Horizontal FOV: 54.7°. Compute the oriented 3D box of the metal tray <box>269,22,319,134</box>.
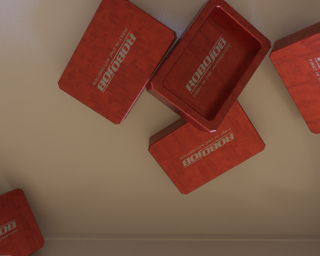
[{"bbox_3d":[0.200,-0.058,0.362,0.090,0.030,0.130,-18,118,42],"label":"metal tray"}]

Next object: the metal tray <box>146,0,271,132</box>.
[{"bbox_3d":[0.057,-0.072,0.356,0.090,0.030,0.130,36,82,-13],"label":"metal tray"}]

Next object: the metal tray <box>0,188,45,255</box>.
[{"bbox_3d":[-0.227,0.145,0.396,0.030,0.131,0.090,-20,93,39],"label":"metal tray"}]

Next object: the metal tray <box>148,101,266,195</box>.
[{"bbox_3d":[0.061,0.021,0.417,0.130,0.030,0.090,-33,107,11],"label":"metal tray"}]

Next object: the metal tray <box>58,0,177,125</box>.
[{"bbox_3d":[-0.051,-0.081,0.371,0.090,0.030,0.129,33,107,-3],"label":"metal tray"}]
